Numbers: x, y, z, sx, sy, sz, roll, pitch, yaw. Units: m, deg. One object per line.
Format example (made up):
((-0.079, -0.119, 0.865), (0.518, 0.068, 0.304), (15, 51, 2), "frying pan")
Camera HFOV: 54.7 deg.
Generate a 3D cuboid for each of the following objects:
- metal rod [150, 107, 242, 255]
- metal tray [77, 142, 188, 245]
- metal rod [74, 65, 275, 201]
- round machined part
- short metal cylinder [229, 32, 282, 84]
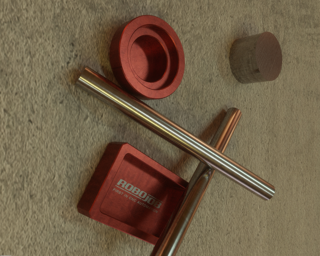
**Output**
((0.054, 0.070, 0.411), (0.025, 0.025, 0.301), (58, 46, -24), "metal rod")
((-0.024, 0.085, 0.381), (0.130, 0.030, 0.090), (37, 67, -34), "metal tray")
((0.034, 0.017, 0.387), (0.301, 0.025, 0.025), (32, 70, -21), "metal rod")
((-0.019, -0.082, 0.377), (0.099, 0.042, 0.097), (0, 90, -40), "round machined part")
((0.163, -0.117, 0.524), (0.081, 0.050, 0.080), (0, 90, -40), "short metal cylinder")
